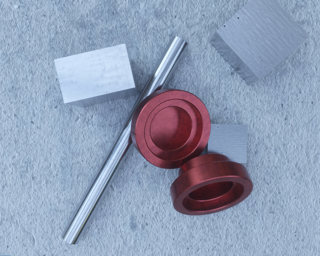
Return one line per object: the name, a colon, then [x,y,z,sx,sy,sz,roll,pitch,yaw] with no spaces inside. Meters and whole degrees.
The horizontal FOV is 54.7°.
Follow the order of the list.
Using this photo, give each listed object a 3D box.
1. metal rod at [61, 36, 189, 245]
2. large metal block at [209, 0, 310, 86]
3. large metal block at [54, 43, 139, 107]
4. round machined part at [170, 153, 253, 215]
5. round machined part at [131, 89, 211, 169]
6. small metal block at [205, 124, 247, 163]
metal rod: [-0.046,0.016,0.409,0.025,0.025,0.299,29,90,0]
large metal block: [0.124,-0.114,0.398,0.080,0.050,0.080,-42,90,0]
large metal block: [-0.072,-0.061,0.382,0.080,0.080,0.050,-13,90,0]
round machined part: [0.060,0.067,0.384,0.099,0.098,0.042,-13,52,0]
round machined part: [0.010,-0.001,0.390,0.099,0.042,0.097,-5,103,-20]
small metal block: [0.087,0.020,0.411,0.050,0.025,0.050,1,90,0]
